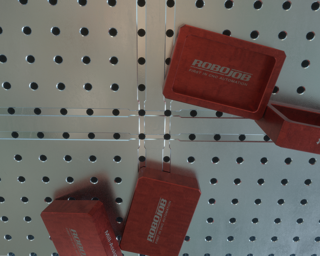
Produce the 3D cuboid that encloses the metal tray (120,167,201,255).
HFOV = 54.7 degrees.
[{"bbox_3d":[-0.002,0.129,0.458,0.091,0.030,0.129,14,109,-6],"label":"metal tray"}]

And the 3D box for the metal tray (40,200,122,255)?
[{"bbox_3d":[-0.110,0.168,0.455,0.090,0.030,0.129,-6,112,24],"label":"metal tray"}]

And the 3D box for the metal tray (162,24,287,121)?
[{"bbox_3d":[0.076,-0.068,0.386,0.131,0.030,0.089,13,110,-6],"label":"metal tray"}]

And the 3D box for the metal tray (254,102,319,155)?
[{"bbox_3d":[0.195,0.003,0.382,0.131,0.090,0.030,11,110,-5],"label":"metal tray"}]
